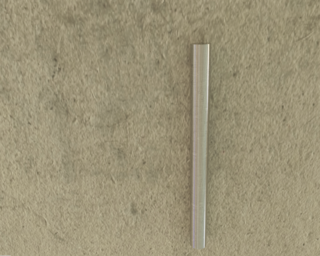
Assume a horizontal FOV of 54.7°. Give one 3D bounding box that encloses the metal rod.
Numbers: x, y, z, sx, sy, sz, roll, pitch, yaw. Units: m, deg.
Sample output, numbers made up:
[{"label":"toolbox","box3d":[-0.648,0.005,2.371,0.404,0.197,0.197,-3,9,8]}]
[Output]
[{"label":"metal rod","box3d":[0.054,0.038,0.424,0.025,0.025,0.298,-2,110,0]}]
